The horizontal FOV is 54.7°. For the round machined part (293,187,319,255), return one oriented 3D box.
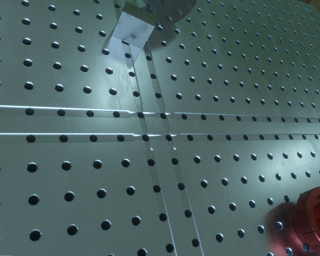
[{"bbox_3d":[0.231,0.137,0.441,0.099,0.042,0.098,14,56,-21],"label":"round machined part"}]

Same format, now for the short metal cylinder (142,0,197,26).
[{"bbox_3d":[0.016,-0.218,0.516,0.081,0.080,0.050,-21,73,-36],"label":"short metal cylinder"}]

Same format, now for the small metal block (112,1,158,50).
[{"bbox_3d":[-0.039,-0.153,0.466,0.050,0.050,0.025,21,54,-16],"label":"small metal block"}]
